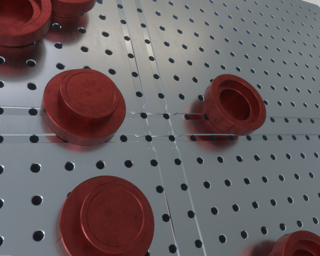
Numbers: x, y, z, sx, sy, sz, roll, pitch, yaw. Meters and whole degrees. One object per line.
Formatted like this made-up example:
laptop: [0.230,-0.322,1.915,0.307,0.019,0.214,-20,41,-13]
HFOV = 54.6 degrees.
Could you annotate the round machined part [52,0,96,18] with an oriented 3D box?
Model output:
round machined part: [-0.140,-0.197,0.442,0.099,0.042,0.098,14,56,-21]

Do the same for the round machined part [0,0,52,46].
round machined part: [-0.185,-0.140,0.377,0.099,0.042,0.098,9,65,-19]

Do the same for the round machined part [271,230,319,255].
round machined part: [0.174,0.180,0.380,0.099,0.042,0.098,13,56,-21]

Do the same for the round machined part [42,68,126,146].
round machined part: [-0.087,-0.032,0.370,0.099,0.042,0.098,13,56,-21]

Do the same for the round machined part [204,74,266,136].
round machined part: [0.109,-0.031,0.474,0.099,0.042,0.098,13,56,-21]

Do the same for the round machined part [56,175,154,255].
round machined part: [-0.050,0.094,0.313,0.099,0.042,0.098,13,56,-21]
